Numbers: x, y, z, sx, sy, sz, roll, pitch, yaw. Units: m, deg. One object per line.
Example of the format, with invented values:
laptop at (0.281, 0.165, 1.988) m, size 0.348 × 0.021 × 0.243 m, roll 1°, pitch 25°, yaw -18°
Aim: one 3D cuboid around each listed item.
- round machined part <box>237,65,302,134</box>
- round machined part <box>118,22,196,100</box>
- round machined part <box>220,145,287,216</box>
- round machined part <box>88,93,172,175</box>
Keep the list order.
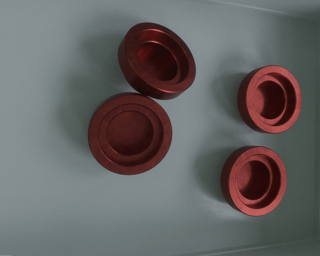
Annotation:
round machined part at (0.156, -0.041, 0.459) m, size 0.099 × 0.042 × 0.097 m, roll 0°, pitch 90°, yaw -20°
round machined part at (-0.007, -0.078, 0.386) m, size 0.099 × 0.042 × 0.098 m, roll 14°, pitch 61°, yaw -27°
round machined part at (0.130, 0.074, 0.449) m, size 0.099 × 0.042 × 0.097 m, roll 0°, pitch 90°, yaw -20°
round machined part at (-0.038, 0.004, 0.379) m, size 0.099 × 0.042 × 0.097 m, roll -3°, pitch 104°, yaw -12°
